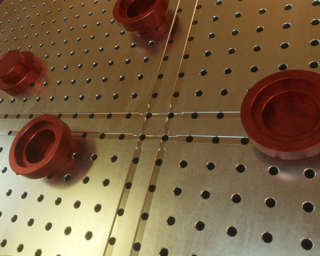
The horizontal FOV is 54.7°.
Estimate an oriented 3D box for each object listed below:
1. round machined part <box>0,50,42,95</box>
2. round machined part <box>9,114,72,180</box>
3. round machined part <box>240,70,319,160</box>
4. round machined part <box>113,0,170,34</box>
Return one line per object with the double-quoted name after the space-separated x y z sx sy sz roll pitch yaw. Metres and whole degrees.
-0.290 -0.117 0.618 0.098 0.042 0.098 -13 56 20 "round machined part"
-0.173 0.032 0.466 0.098 0.042 0.098 -13 56 20 "round machined part"
0.140 -0.011 0.330 0.098 0.042 0.098 -13 56 20 "round machined part"
-0.028 -0.203 0.535 0.098 0.042 0.098 -13 56 20 "round machined part"
